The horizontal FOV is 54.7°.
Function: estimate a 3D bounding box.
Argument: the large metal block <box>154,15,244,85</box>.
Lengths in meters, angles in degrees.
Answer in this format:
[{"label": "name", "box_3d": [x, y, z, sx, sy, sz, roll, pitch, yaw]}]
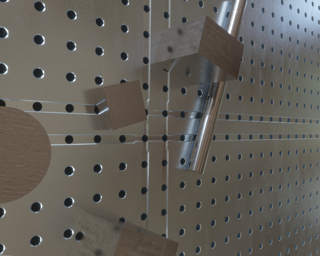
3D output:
[{"label": "large metal block", "box_3d": [0.053, -0.100, 0.420, 0.080, 0.080, 0.050, 22, 76, -38]}]

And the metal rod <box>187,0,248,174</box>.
[{"label": "metal rod", "box_3d": [0.094, -0.075, 0.490, 0.025, 0.025, 0.299, 27, 73, -37]}]

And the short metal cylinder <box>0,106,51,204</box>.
[{"label": "short metal cylinder", "box_3d": [-0.145, 0.022, 0.272, 0.081, 0.050, 0.079, 0, 90, -40]}]

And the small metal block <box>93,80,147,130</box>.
[{"label": "small metal block", "box_3d": [-0.047, -0.028, 0.371, 0.050, 0.025, 0.050, -19, 102, -39]}]

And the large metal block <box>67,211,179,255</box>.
[{"label": "large metal block", "box_3d": [-0.041, 0.133, 0.341, 0.080, 0.080, 0.050, 30, 72, -37]}]
